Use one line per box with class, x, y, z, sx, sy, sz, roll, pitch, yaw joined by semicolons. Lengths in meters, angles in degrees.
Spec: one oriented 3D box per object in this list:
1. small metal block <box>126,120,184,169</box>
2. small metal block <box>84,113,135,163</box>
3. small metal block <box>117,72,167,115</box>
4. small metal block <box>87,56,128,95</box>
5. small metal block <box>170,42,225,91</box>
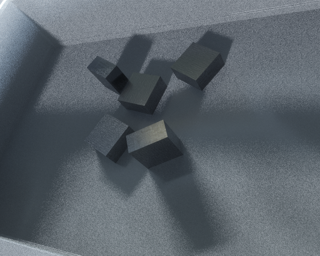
small metal block;-0.006;0.021;0.378;0.050;0.050;0.025;-24;54;14
small metal block;-0.068;0.013;0.432;0.050;0.025;0.050;28;77;37
small metal block;-0.025;-0.051;0.449;0.050;0.025;0.050;14;69;33
small metal block;-0.076;-0.079;0.476;0.050;0.050;0.025;32;80;37
small metal block;0.052;-0.086;0.430;0.050;0.025;0.050;-49;52;-7
